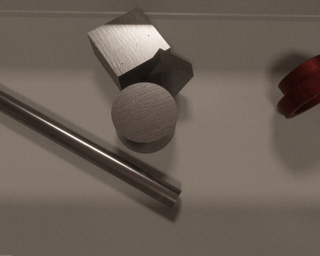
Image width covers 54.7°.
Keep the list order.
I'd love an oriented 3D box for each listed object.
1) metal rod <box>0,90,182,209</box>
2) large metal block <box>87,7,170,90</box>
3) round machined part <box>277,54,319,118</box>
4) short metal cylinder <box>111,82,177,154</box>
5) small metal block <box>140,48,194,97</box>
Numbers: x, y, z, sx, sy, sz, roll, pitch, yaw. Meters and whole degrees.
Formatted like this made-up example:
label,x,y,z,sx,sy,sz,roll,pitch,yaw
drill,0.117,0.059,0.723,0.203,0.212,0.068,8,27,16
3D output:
label,x,y,z,sx,sy,sz,roll,pitch,yaw
metal rod,-0.111,0.018,0.401,0.301,0.025,0.025,28,72,9
large metal block,-0.042,-0.109,0.436,0.080,0.050,0.080,-32,73,-11
round machined part,0.192,-0.056,0.394,0.099,0.098,0.042,-26,73,-9
short metal cylinder,-0.019,-0.012,0.400,0.081,0.050,0.080,0,70,0
small metal block,0.008,-0.070,0.409,0.050,0.050,0.025,21,43,-26
